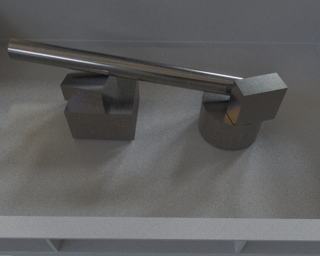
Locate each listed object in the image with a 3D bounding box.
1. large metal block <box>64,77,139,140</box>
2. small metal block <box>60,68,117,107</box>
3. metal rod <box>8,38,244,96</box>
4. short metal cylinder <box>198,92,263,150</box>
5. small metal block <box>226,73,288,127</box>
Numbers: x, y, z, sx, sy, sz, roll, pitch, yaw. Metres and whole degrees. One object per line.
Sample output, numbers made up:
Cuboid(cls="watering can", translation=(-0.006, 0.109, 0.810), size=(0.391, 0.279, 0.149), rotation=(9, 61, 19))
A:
Cuboid(cls="large metal block", translation=(-0.072, -0.032, 0.411), size=(0.081, 0.050, 0.080), rotation=(2, 50, 1))
Cuboid(cls="small metal block", translation=(-0.087, -0.056, 0.384), size=(0.050, 0.025, 0.050), rotation=(10, 50, 8))
Cuboid(cls="metal rod", translation=(-0.023, -0.069, 0.369), size=(0.302, 0.025, 0.025), rotation=(9, 50, -3))
Cuboid(cls="short metal cylinder", translation=(0.093, -0.018, 0.403), size=(0.081, 0.050, 0.080), rotation=(0, 50, 0))
Cuboid(cls="small metal block", translation=(0.107, -0.031, 0.348), size=(0.050, 0.050, 0.025), rotation=(-11, 51, -10))
